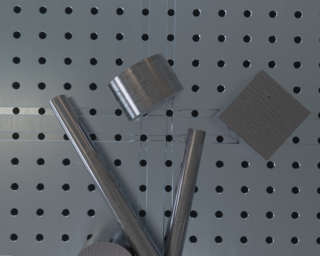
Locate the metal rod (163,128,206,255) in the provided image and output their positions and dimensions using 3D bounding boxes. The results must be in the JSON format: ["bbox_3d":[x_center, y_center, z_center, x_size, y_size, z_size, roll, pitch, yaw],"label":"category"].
[{"bbox_3d":[0.021,0.149,0.413,0.025,0.025,0.298,11,90,0],"label":"metal rod"}]

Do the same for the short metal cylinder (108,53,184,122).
[{"bbox_3d":[-0.017,-0.049,0.386,0.080,0.080,0.050,-31,90,0],"label":"short metal cylinder"}]

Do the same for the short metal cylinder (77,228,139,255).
[{"bbox_3d":[-0.067,0.178,0.400,0.081,0.050,0.079,0,90,0],"label":"short metal cylinder"}]

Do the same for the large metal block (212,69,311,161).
[{"bbox_3d":[0.127,-0.016,0.402,0.080,0.050,0.080,42,90,0],"label":"large metal block"}]

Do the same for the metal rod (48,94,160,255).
[{"bbox_3d":[-0.059,0.089,0.399,0.025,0.025,0.299,-31,85,0],"label":"metal rod"}]
